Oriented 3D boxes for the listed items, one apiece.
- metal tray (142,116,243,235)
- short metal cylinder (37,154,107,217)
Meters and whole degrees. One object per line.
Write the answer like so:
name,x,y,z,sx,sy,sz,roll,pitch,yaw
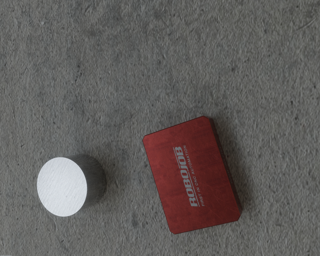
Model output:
metal tray,0.040,0.059,0.392,0.090,0.030,0.129,-19,84,18
short metal cylinder,-0.124,0.079,0.439,0.080,0.050,0.080,0,90,20
